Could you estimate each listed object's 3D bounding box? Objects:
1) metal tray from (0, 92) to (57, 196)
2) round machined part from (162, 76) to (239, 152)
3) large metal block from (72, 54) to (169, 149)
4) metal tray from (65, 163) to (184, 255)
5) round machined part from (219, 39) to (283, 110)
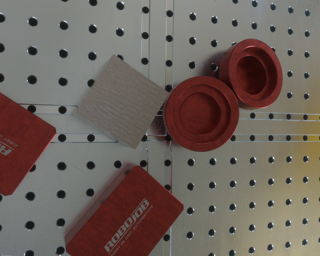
[{"bbox_3d":[-0.194,0.003,0.338,0.130,0.030,0.090,36,78,-17],"label":"metal tray"},{"bbox_3d":[0.052,-0.019,0.416,0.099,0.042,0.097,-1,95,-9],"label":"round machined part"},{"bbox_3d":[-0.049,-0.030,0.381,0.080,0.050,0.080,33,79,-17],"label":"large metal block"},{"bbox_3d":[-0.043,0.121,0.394,0.090,0.030,0.130,44,76,-15],"label":"metal tray"},{"bbox_3d":[0.125,-0.074,0.445,0.099,0.042,0.097,2,85,-26],"label":"round machined part"}]
